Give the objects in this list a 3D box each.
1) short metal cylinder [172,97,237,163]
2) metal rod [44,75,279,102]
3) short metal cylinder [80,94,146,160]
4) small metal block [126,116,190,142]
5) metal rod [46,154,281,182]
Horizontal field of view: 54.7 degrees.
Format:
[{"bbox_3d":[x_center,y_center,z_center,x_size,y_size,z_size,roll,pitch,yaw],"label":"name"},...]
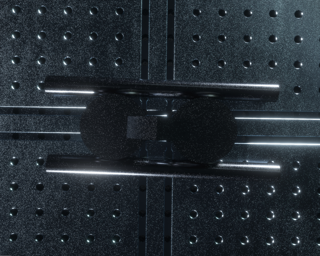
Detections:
[{"bbox_3d":[0.053,0.003,0.398,0.081,0.050,0.079,0,90,0],"label":"short metal cylinder"},{"bbox_3d":[0.003,-0.052,0.410,0.302,0.025,0.025,2,90,0],"label":"metal rod"},{"bbox_3d":[-0.056,-0.002,0.397,0.081,0.050,0.079,0,90,0],"label":"short metal cylinder"},{"bbox_3d":[-0.002,0.001,0.351,0.050,0.050,0.025,4,89,-43],"label":"small metal block"},{"bbox_3d":[0.005,0.053,0.410,0.302,0.025,0.025,2,90,0],"label":"metal rod"}]
